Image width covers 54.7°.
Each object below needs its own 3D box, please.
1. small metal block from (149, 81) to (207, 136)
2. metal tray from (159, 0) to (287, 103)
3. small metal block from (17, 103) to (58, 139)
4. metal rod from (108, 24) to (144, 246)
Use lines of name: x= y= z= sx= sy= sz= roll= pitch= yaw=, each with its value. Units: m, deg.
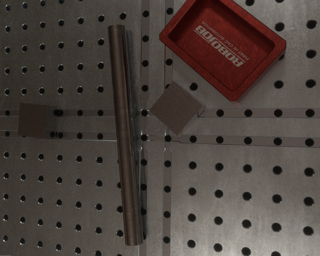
small metal block: x=0.023 y=-0.025 z=0.404 sx=0.050 sy=0.025 sz=0.050 roll=43 pitch=103 yaw=14
metal tray: x=0.075 y=-0.105 z=0.383 sx=0.130 sy=0.030 sz=0.090 roll=44 pitch=103 yaw=14
small metal block: x=-0.188 y=-0.011 z=0.477 sx=0.050 sy=0.025 sz=0.050 roll=6 pitch=92 yaw=19
metal rod: x=-0.048 y=0.008 z=0.428 sx=0.025 sy=0.025 sz=0.298 roll=-6 pitch=88 yaw=19
